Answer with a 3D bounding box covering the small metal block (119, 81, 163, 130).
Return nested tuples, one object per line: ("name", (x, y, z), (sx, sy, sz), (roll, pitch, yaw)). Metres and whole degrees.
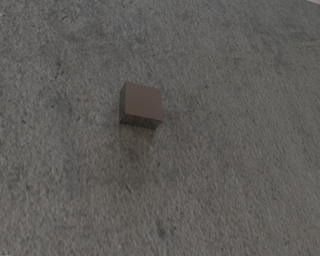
("small metal block", (-0.025, -0.029, 0.408), (0.050, 0.025, 0.050), (11, 57, -22))
